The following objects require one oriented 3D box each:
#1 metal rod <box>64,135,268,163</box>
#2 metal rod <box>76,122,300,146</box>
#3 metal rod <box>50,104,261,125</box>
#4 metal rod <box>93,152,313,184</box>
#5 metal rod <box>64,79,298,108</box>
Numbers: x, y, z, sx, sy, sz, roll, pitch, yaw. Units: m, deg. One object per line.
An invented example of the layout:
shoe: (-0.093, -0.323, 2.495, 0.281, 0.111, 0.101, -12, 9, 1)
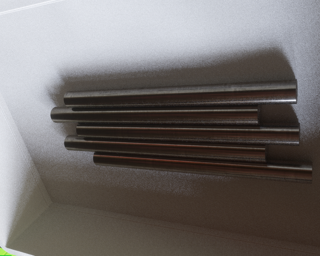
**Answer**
metal rod: (-0.010, 0.026, 0.427, 0.301, 0.025, 0.025, 1, 119, 27)
metal rod: (0.016, 0.004, 0.400, 0.301, 0.025, 0.025, 1, 119, 27)
metal rod: (-0.025, -0.018, 0.407, 0.301, 0.025, 0.025, 1, 119, 27)
metal rod: (0.037, 0.048, 0.416, 0.301, 0.025, 0.025, 1, 119, 27)
metal rod: (0.004, -0.039, 0.380, 0.301, 0.025, 0.025, 1, 119, 27)
